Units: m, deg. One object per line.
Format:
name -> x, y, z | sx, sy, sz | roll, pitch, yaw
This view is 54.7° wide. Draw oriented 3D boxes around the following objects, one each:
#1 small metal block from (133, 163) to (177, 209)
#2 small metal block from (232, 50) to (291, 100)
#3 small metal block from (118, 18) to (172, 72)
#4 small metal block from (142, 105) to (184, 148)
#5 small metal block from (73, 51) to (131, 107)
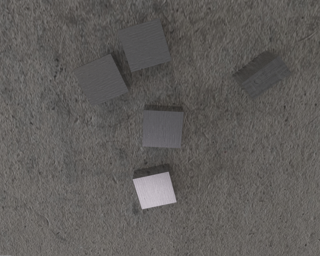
small metal block -> -0.007, 0.083, 0.440 | 0.050, 0.025, 0.050 | -13, 110, 4
small metal block -> 0.120, -0.065, 0.373 | 0.050, 0.050, 0.025 | -37, 106, 12
small metal block -> -0.017, -0.100, 0.373 | 0.050, 0.025, 0.050 | -16, 110, 5
small metal block -> 0.003, -0.002, 0.409 | 0.050, 0.025, 0.050 | 3, 110, -1
small metal block -> -0.071, -0.061, 0.386 | 0.050, 0.025, 0.050 | -22, 109, 8
